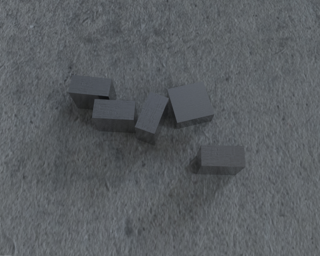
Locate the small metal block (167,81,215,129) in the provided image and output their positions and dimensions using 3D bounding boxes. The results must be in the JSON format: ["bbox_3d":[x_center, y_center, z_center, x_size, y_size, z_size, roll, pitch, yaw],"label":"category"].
[{"bbox_3d":[0.040,-0.031,0.420,0.050,0.025,0.050,-13,71,-5],"label":"small metal block"}]

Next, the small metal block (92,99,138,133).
[{"bbox_3d":[-0.056,-0.014,0.399,0.050,0.050,0.025,3,70,1],"label":"small metal block"}]

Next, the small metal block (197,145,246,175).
[{"bbox_3d":[0.073,0.040,0.381,0.050,0.050,0.025,1,70,0],"label":"small metal block"}]

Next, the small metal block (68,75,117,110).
[{"bbox_3d":[-0.087,-0.045,0.410,0.050,0.050,0.025,6,70,2],"label":"small metal block"}]

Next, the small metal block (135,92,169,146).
[{"bbox_3d":[-0.010,-0.011,0.399,0.025,0.050,0.050,19,71,6],"label":"small metal block"}]
